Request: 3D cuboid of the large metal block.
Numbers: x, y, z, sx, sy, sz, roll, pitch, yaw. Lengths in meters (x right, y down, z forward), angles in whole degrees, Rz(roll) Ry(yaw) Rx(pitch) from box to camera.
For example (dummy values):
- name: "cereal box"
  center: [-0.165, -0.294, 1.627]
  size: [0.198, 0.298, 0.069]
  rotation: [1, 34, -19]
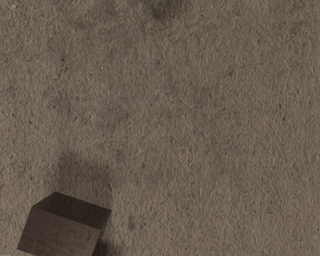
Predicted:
- name: "large metal block"
  center: [-0.112, 0.123, 0.381]
  size: [0.080, 0.080, 0.050]
  rotation: [19, 90, -1]
